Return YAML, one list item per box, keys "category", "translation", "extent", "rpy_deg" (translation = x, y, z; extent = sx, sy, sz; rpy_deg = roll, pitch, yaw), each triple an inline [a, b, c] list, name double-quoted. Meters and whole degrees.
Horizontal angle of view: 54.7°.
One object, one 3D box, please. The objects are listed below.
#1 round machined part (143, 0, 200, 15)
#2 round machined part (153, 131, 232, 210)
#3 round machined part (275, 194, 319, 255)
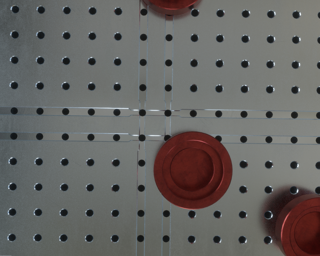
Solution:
- category: "round machined part"
  translation: [0.017, -0.204, 0.405]
  extent: [0.099, 0.042, 0.097]
  rpy_deg: [0, 90, -1]
- category: "round machined part"
  translation: [0.041, 0.053, 0.406]
  extent: [0.099, 0.042, 0.097]
  rpy_deg: [0, 90, -1]
- category: "round machined part"
  translation: [0.201, 0.135, 0.408]
  extent: [0.099, 0.042, 0.097]
  rpy_deg: [0, 90, -1]
